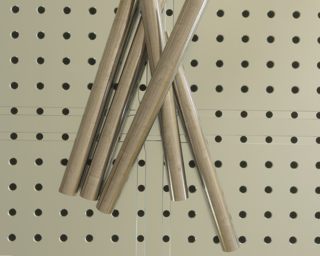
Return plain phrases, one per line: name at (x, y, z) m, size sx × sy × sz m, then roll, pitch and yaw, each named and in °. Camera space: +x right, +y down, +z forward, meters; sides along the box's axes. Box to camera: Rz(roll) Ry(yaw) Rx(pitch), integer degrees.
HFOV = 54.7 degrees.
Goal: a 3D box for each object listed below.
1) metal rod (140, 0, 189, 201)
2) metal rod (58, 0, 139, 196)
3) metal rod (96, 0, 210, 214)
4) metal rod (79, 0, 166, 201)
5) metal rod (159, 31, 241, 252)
metal rod at (0.004, -0.053, 0.397) m, size 0.025 × 0.025 × 0.298 m, roll -9°, pitch 97°, yaw 0°
metal rod at (-0.076, -0.056, 0.412) m, size 0.025 × 0.025 × 0.298 m, roll 18°, pitch 90°, yaw -1°
metal rod at (-0.013, -0.025, 0.378) m, size 0.025 × 0.025 × 0.298 m, roll 25°, pitch 104°, yaw -1°
metal rod at (-0.046, -0.049, 0.412) m, size 0.025 × 0.025 × 0.298 m, roll 19°, pitch 90°, yaw -1°
metal rod at (0.050, 0.018, 0.414) m, size 0.025 × 0.025 × 0.298 m, roll -18°, pitch 90°, yaw 0°
